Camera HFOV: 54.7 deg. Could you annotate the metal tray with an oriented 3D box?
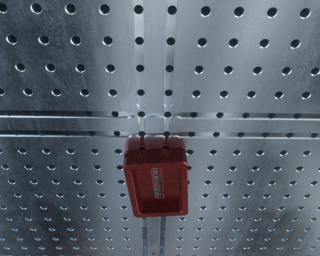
[{"bbox_3d":[-0.003,0.089,0.484,0.091,0.030,0.129,-4,130,2],"label":"metal tray"}]
